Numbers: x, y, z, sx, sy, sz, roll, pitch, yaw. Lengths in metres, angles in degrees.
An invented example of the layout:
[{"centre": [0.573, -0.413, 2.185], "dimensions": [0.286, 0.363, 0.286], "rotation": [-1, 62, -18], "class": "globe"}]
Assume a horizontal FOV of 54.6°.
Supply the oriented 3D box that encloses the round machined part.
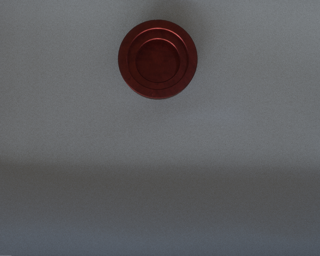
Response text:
[{"centre": [-0.003, -0.085, 0.403], "dimensions": [0.099, 0.042, 0.097], "rotation": [0, 90, 0], "class": "round machined part"}]
